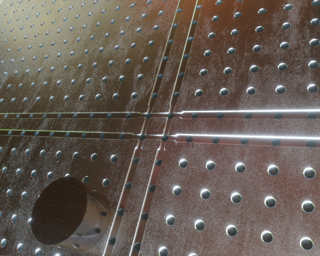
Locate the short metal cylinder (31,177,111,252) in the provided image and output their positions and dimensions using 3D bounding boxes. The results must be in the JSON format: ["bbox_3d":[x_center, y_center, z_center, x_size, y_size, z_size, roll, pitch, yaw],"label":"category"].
[{"bbox_3d":[-0.109,0.107,0.382,0.080,0.050,0.080,-13,56,20],"label":"short metal cylinder"}]
